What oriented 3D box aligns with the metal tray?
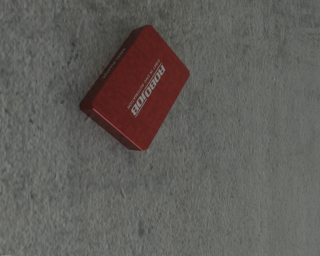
[{"bbox_3d":[-0.025,-0.048,0.380,0.090,0.030,0.130,44,64,-31],"label":"metal tray"}]
